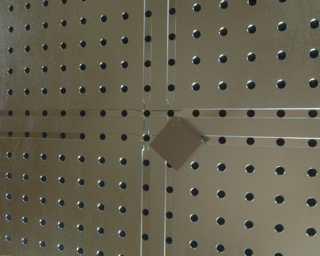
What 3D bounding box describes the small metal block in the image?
[{"bbox_3d":[0.024,0.020,0.405,0.050,0.025,0.050,43,103,15],"label":"small metal block"}]
